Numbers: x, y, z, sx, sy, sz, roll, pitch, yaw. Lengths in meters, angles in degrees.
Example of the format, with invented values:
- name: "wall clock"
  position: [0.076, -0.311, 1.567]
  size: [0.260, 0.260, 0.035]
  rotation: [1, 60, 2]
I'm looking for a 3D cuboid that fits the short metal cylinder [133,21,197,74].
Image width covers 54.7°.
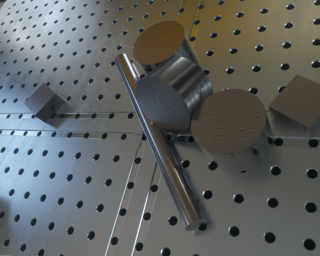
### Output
- name: "short metal cylinder"
  position: [0.008, -0.109, 0.455]
  size: [0.080, 0.050, 0.080]
  rotation: [-13, 56, 21]

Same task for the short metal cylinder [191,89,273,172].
- name: "short metal cylinder"
  position: [0.081, 0.003, 0.347]
  size: [0.080, 0.050, 0.080]
  rotation: [-13, 56, 21]

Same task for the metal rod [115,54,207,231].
- name: "metal rod"
  position: [-0.012, -0.005, 0.417]
  size: [0.025, 0.025, 0.300]
  rotation: [-31, 52, 8]

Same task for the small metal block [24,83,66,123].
- name: "small metal block"
  position: [-0.202, -0.045, 0.542]
  size: [0.050, 0.025, 0.050]
  rotation: [-48, 51, -6]

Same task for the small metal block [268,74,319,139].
- name: "small metal block"
  position: [0.158, -0.024, 0.340]
  size: [0.050, 0.025, 0.050]
  rotation: [-47, 51, -5]

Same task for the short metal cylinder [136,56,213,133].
- name: "short metal cylinder"
  position: [0.017, -0.040, 0.380]
  size: [0.080, 0.080, 0.050]
  rotation: [18, 48, 35]
